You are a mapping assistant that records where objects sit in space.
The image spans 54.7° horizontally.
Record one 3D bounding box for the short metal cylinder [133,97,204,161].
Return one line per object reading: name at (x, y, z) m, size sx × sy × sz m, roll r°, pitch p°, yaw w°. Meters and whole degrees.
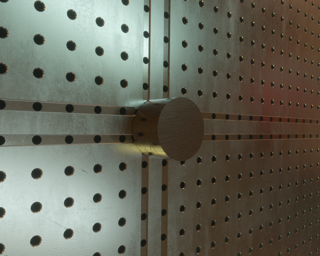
short metal cylinder at (0.012, 0.001, 0.404) m, size 0.081 × 0.050 × 0.079 m, roll 0°, pitch 90°, yaw -40°
